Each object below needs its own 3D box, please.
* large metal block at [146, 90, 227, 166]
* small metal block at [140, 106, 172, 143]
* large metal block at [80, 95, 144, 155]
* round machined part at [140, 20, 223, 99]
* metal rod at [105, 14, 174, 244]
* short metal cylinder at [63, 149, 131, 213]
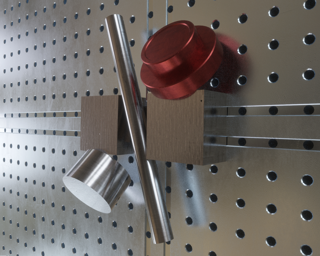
[{"bbox_3d":[0.031,-0.001,0.368,0.080,0.050,0.079,1,91,40],"label":"large metal block"},{"bbox_3d":[-0.011,-0.004,0.420,0.050,0.025,0.050,1,91,40],"label":"small metal block"},{"bbox_3d":[-0.070,-0.005,0.452,0.080,0.050,0.079,3,92,40],"label":"large metal block"},{"bbox_3d":[0.018,-0.083,0.352,0.098,0.042,0.098,-22,44,23],"label":"round machined part"},{"bbox_3d":[-0.029,-0.007,0.400,0.025,0.025,0.299,-22,76,38],"label":"metal rod"},{"bbox_3d":[-0.088,0.076,0.438,0.080,0.050,0.080,23,145,18],"label":"short metal cylinder"}]
